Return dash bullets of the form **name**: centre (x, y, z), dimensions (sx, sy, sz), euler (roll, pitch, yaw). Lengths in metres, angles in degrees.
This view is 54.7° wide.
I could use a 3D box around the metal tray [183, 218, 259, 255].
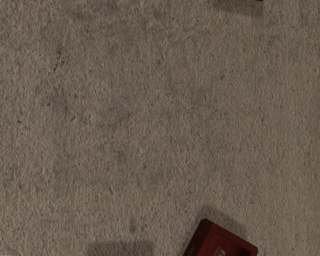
- **metal tray**: centre (0.071, 0.206, 0.434), dimensions (0.090, 0.030, 0.130), euler (33, 79, -17)
